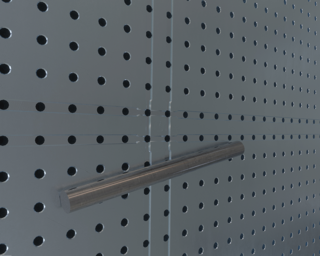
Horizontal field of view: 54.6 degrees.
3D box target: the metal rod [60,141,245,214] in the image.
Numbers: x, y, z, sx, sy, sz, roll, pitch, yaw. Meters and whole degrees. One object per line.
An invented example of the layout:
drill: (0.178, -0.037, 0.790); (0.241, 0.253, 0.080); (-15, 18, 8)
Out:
metal rod: (0.015, 0.056, 0.420); (0.302, 0.025, 0.025); (-11, 97, -39)
